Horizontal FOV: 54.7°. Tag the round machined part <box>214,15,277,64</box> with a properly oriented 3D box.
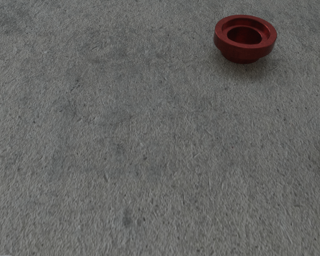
[{"bbox_3d":[0.138,-0.143,0.513,0.099,0.042,0.098,0,50,0],"label":"round machined part"}]
